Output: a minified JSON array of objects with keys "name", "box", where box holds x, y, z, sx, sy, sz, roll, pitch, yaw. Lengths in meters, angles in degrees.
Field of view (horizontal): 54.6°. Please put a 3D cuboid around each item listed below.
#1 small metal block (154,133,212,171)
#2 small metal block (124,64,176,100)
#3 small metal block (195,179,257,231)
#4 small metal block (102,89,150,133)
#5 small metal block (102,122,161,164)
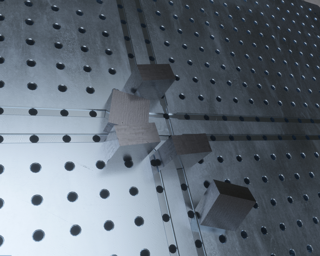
[{"name":"small metal block","box":[0.028,0.030,0.388,0.050,0.050,0.025,-3,63,-30]},{"name":"small metal block","box":[-0.015,-0.061,0.421,0.050,0.050,0.025,-8,66,-32]},{"name":"small metal block","box":[0.078,0.094,0.372,0.050,0.050,0.025,16,25,-19]},{"name":"small metal block","box":[-0.042,-0.016,0.395,0.050,0.025,0.050,15,56,-20]},{"name":"small metal block","box":[-0.035,0.018,0.362,0.050,0.050,0.025,-5,64,-30]}]
